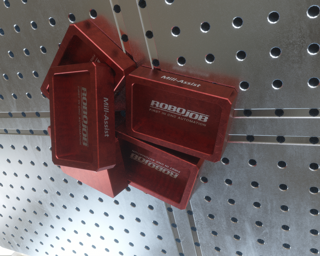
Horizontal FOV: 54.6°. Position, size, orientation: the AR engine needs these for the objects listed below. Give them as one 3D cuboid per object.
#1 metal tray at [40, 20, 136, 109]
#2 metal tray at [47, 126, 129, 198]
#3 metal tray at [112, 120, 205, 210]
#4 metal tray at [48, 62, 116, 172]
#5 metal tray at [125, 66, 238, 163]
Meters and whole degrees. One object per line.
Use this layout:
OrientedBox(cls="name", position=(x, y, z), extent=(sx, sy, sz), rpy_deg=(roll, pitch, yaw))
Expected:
OrientedBox(cls="metal tray", position=(-0.101, -0.066, 0.420), extent=(0.090, 0.030, 0.129), rpy_deg=(43, 129, -1))
OrientedBox(cls="metal tray", position=(-0.111, 0.044, 0.472), extent=(0.130, 0.030, 0.089), rpy_deg=(16, 127, 36))
OrientedBox(cls="metal tray", position=(-0.009, 0.053, 0.445), extent=(0.130, 0.030, 0.089), rpy_deg=(23, 128, 14))
OrientedBox(cls="metal tray", position=(-0.101, -0.015, 0.397), extent=(0.090, 0.030, 0.129), rpy_deg=(2, 96, 35))
OrientedBox(cls="metal tray", position=(0.021, -0.017, 0.385), extent=(0.130, 0.030, 0.089), rpy_deg=(17, 126, 18))
